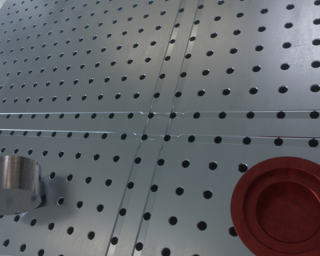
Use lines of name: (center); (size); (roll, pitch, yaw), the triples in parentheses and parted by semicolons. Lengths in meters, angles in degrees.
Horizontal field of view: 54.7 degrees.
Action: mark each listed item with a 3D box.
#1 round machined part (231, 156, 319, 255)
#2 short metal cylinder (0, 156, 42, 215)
round machined part: (0.119, 0.079, 0.286); (0.098, 0.042, 0.098); (-13, 56, 21)
short metal cylinder: (-0.209, 0.081, 0.433); (0.080, 0.080, 0.050); (-25, 53, 13)
